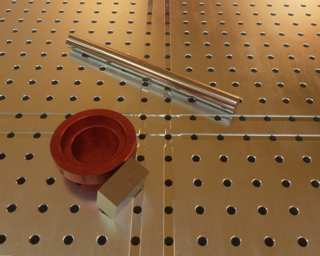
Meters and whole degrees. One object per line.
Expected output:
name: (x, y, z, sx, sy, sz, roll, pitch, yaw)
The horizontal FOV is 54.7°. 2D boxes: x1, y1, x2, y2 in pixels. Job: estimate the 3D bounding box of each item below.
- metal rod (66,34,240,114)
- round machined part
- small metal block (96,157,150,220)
metal rod: (-0.022, -0.090, 0.483, 0.301, 0.025, 0.025, 24, 54, 19)
round machined part: (-0.077, 0.026, 0.374, 0.099, 0.042, 0.098, 0, 50, 0)
small metal block: (-0.041, 0.065, 0.333, 0.025, 0.050, 0.050, 39, 59, 10)
